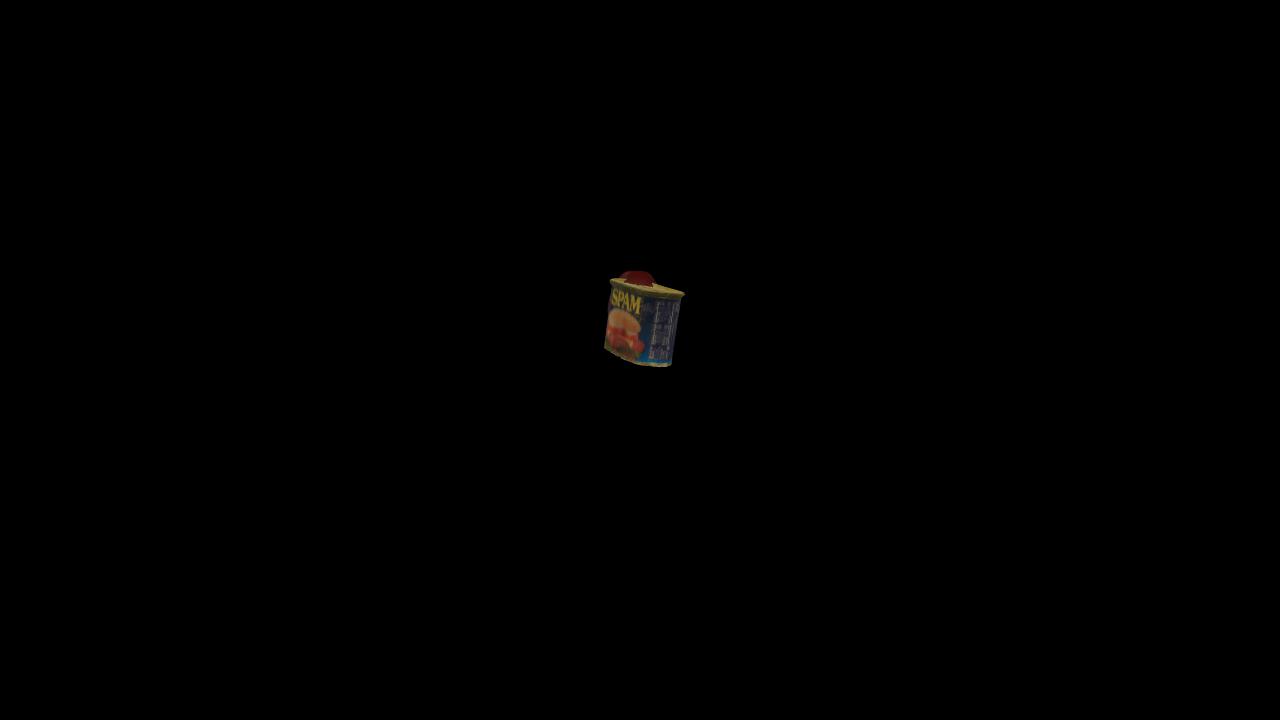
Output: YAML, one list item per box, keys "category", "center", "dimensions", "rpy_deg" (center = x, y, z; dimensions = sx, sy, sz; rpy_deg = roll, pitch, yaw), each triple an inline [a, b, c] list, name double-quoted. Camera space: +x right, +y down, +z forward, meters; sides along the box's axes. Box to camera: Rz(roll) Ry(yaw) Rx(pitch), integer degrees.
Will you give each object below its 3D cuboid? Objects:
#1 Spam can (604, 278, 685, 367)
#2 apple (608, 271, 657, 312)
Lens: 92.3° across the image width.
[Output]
- category: "Spam can"
  center: [0.002, -0.045, 0.711]
  dimensions: [0.058, 0.085, 0.101]
  rpy_deg: [0, 15, -30]
- category: "apple"
  center: [-0.004, -0.066, 0.762]
  dimensions: [0.079, 0.093, 0.079]
  rpy_deg: [-2, -28, -1]
